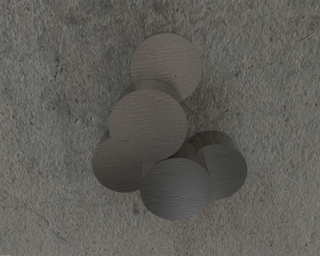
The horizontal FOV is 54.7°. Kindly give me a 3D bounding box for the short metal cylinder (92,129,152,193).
[{"bbox_3d":[-0.045,0.038,0.411,0.081,0.050,0.079,0,110,0],"label":"short metal cylinder"}]

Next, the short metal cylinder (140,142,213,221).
[{"bbox_3d":[0.018,0.060,0.366,0.081,0.050,0.079,0,110,-1],"label":"short metal cylinder"}]

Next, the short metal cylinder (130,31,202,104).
[{"bbox_3d":[0.007,-0.074,0.371,0.081,0.050,0.079,0,110,0],"label":"short metal cylinder"}]

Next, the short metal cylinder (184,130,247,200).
[{"bbox_3d":[0.070,0.049,0.416,0.081,0.050,0.079,0,110,0],"label":"short metal cylinder"}]

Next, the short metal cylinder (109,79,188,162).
[{"bbox_3d":[-0.012,-0.009,0.340,0.080,0.050,0.079,0,110,0],"label":"short metal cylinder"}]
